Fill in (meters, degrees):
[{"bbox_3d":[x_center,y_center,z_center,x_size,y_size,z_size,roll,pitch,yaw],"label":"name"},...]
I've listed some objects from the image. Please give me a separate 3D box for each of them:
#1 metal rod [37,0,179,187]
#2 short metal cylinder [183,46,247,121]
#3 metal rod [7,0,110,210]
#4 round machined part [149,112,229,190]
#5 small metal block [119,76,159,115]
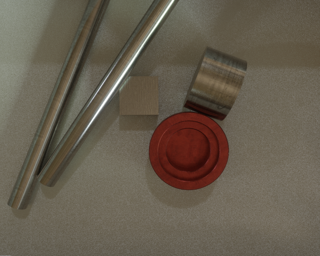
[{"bbox_3d":[-0.064,-0.052,0.387,0.025,0.025,0.299,35,97,-1],"label":"metal rod"},{"bbox_3d":[0.067,-0.055,0.385,0.050,0.080,0.080,21,90,0],"label":"short metal cylinder"},{"bbox_3d":[-0.133,-0.037,0.409,0.025,0.025,0.299,22,90,-1],"label":"metal rod"},{"bbox_3d":[0.036,0.027,0.401,0.099,0.042,0.097,0,95,1],"label":"round machined part"},{"bbox_3d":[-0.027,-0.042,0.411,0.050,0.025,0.050,0,90,-1],"label":"small metal block"}]
